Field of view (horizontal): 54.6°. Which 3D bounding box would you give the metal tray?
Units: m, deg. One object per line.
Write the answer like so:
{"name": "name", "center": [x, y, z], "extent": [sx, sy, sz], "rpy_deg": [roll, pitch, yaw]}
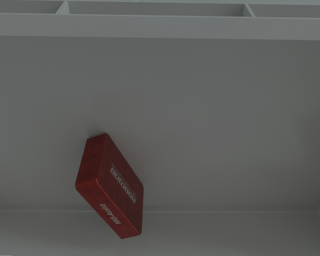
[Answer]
{"name": "metal tray", "center": [-0.064, 0.083, 0.436], "extent": [0.030, 0.090, 0.130], "rpy_deg": [-17, 128, 14]}
